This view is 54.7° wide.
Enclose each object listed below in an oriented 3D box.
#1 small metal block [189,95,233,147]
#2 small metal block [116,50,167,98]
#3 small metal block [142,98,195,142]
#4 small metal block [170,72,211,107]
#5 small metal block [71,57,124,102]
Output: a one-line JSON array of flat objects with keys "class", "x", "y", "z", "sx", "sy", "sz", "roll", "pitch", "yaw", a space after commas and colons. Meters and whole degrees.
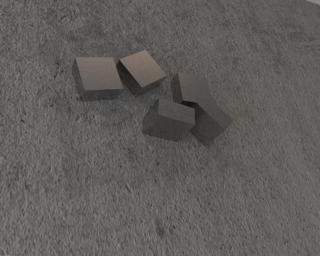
[{"class": "small metal block", "x": 0.063, "y": -0.009, "z": 0.427, "sx": 0.050, "sy": 0.050, "sz": 0.025, "roll": 44, "pitch": 51, "yaw": 2}, {"class": "small metal block", "x": -0.027, "y": -0.077, "z": 0.436, "sx": 0.050, "sy": 0.025, "sz": 0.050, "roll": -32, "pitch": 80, "yaw": -38}, {"class": "small metal block", "x": 0.011, "y": -0.009, "z": 0.398, "sx": 0.050, "sy": 0.050, "sz": 0.025, "roll": 15, "pitch": 56, "yaw": -20}, {"class": "small metal block", "x": 0.046, "y": -0.052, "z": 0.460, "sx": 0.050, "sy": 0.025, "sz": 0.050, "roll": 7, "pitch": 59, "yaw": -25}, {"class": "small metal block", "x": -0.081, "y": -0.063, "z": 0.398, "sx": 0.050, "sy": 0.025, "sz": 0.050, "roll": -7, "pitch": 65, "yaw": -31}]
